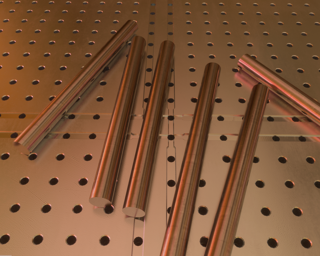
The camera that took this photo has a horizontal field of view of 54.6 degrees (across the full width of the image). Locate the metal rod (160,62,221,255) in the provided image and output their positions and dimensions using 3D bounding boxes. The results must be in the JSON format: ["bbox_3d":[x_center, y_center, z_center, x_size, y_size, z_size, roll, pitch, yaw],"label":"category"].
[{"bbox_3d":[0.047,0.019,0.392,0.025,0.025,0.300,11,51,9],"label":"metal rod"}]

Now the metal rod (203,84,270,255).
[{"bbox_3d":[0.093,0.052,0.364,0.025,0.025,0.301,17,52,13],"label":"metal rod"}]

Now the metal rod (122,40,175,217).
[{"bbox_3d":[-0.007,-0.024,0.427,0.025,0.025,0.300,6,50,5],"label":"metal rod"}]

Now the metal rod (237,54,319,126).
[{"bbox_3d":[0.221,-0.015,0.421,0.025,0.025,0.300,-29,56,-22],"label":"metal rod"}]

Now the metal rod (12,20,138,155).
[{"bbox_3d":[-0.112,-0.080,0.474,0.025,0.025,0.301,19,52,15],"label":"metal rod"}]

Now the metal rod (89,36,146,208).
[{"bbox_3d":[-0.051,-0.033,0.435,0.025,0.025,0.300,4,50,4],"label":"metal rod"}]
